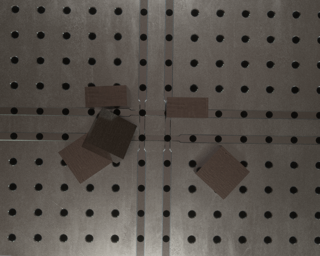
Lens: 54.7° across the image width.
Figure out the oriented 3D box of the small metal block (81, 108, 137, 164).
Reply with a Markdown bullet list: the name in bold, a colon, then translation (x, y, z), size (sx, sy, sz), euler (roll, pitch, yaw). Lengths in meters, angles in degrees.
- **small metal block**: translation (-0.064, 0.010, 0.396), size (0.050, 0.025, 0.050), euler (29, 61, -16)

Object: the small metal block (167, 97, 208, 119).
- **small metal block**: translation (0.034, -0.025, 0.401), size (0.050, 0.050, 0.025), euler (1, 90, -1)

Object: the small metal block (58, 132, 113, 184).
- **small metal block**: translation (-0.096, 0.038, 0.412), size (0.050, 0.025, 0.050), euler (-35, 90, 0)

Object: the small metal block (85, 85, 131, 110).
- **small metal block**: translation (-0.066, -0.039, 0.400), size (0.050, 0.050, 0.025), euler (-3, 90, -1)

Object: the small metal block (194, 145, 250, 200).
- **small metal block**: translation (0.082, 0.058, 0.415), size (0.050, 0.025, 0.050), euler (43, 90, -1)
